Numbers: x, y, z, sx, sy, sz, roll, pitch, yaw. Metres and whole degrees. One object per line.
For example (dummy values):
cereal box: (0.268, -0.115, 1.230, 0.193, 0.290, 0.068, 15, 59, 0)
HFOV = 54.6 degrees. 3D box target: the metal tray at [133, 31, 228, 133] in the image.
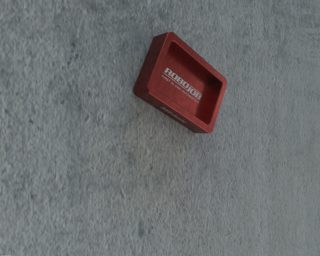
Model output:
metal tray: (0.034, -0.058, 0.428, 0.130, 0.030, 0.090, 31, 71, -36)
